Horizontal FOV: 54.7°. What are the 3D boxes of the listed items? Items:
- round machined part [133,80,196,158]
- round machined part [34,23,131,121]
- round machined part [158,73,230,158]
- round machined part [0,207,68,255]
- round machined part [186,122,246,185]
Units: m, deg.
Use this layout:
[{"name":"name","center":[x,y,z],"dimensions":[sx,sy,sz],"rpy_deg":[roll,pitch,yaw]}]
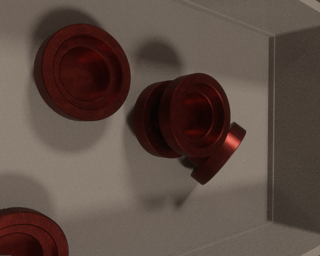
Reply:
[{"name":"round machined part","center":[0.005,-0.011,0.401],"dimensions":[0.099,0.042,0.097],"rpy_deg":[0,90,-40]},{"name":"round machined part","center":[-0.083,-0.056,0.327],"dimensions":[0.099,0.042,0.097],"rpy_deg":[0,90,-40]},{"name":"round machined part","center":[0.037,-0.014,0.372],"dimensions":[0.099,0.042,0.097],"rpy_deg":[1,89,-38]},{"name":"round machined part","center":[-0.138,0.121,0.281],"dimensions":[0.099,0.042,0.097],"rpy_deg":[0,90,-40]},{"name":"round machined part","center":[0.073,0.029,0.435],"dimensions":[0.042,0.098,0.098],"rpy_deg":[39,61,6]}]
